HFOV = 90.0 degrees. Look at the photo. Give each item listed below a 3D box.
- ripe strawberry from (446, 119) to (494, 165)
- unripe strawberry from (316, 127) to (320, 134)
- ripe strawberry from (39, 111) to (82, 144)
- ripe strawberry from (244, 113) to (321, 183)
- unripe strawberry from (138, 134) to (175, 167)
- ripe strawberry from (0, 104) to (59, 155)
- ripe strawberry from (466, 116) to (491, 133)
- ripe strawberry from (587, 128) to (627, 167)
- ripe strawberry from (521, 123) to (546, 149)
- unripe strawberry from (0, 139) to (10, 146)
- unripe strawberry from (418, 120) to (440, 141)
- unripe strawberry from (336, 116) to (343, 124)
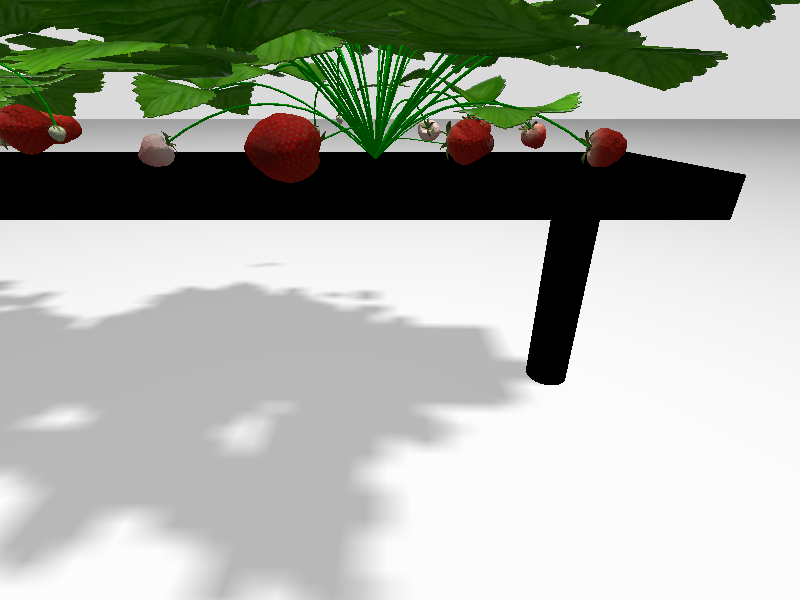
[{"bbox_3d":[0.050,-0.111,0.282,0.031,0.031,0.034,17,30,30],"label":"ripe strawberry"},{"bbox_3d":[-0.096,-0.192,0.458,0.011,0.011,0.010,-13,28,-25],"label":"unripe strawberry"},{"bbox_3d":[-0.399,-0.204,0.470,0.040,0.042,0.044,11,14,21],"label":"ripe strawberry"},{"bbox_3d":[-0.062,-0.079,0.210,0.039,0.035,0.036,8,27,16],"label":"ripe strawberry"},{"bbox_3d":[-0.173,-0.104,0.283,0.022,0.022,0.021,-33,31,-2],"label":"unripe strawberry"},{"bbox_3d":[-0.320,-0.147,0.347,0.041,0.040,0.045,-4,26,-10],"label":"ripe strawberry"},{"bbox_3d":[0.093,-0.204,0.477,0.035,0.031,0.031,16,11,30],"label":"ripe strawberry"},{"bbox_3d":[0.141,-0.103,0.273,0.024,0.026,0.022,10,27,18],"label":"ripe strawberry"},{"bbox_3d":[0.137,-0.166,0.407,0.026,0.022,0.026,37,0,-38],"label":"ripe strawberry"},{"bbox_3d":[-0.440,-0.182,0.444,0.021,0.022,0.023,6,26,12],"label":"unripe strawberry"},{"bbox_3d":[0.035,-0.202,0.480,0.028,0.025,0.025,8,8,16],"label":"unripe strawberry"},{"bbox_3d":[-0.089,-0.265,0.590,0.011,0.011,0.011,-6,26,-12],"label":"unripe strawberry"}]
